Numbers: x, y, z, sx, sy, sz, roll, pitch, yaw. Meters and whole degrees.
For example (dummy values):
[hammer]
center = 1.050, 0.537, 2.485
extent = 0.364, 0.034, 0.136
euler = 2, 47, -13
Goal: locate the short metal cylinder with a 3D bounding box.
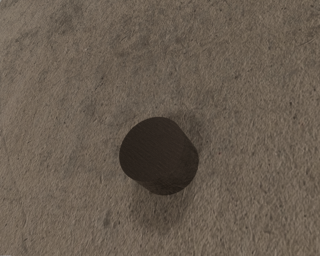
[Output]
[short metal cylinder]
center = 0.000, 0.034, 0.366
extent = 0.080, 0.050, 0.080
euler = -13, 56, 20
